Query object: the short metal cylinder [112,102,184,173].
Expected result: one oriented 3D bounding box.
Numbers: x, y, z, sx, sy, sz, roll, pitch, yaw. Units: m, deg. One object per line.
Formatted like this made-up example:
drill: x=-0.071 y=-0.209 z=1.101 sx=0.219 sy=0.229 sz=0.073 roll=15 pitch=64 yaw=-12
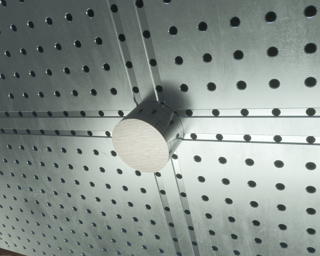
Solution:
short metal cylinder: x=-0.016 y=0.012 z=0.408 sx=0.080 sy=0.050 sz=0.079 roll=13 pitch=124 yaw=20
